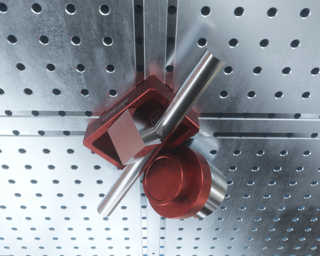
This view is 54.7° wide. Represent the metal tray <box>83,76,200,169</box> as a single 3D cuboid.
[{"bbox_3d":[-0.025,0.002,0.409,0.130,0.030,0.090,-35,122,26],"label":"metal tray"}]

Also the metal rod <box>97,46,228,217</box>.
[{"bbox_3d":[-0.014,0.026,0.394,0.025,0.025,0.298,22,127,-18],"label":"metal rod"}]

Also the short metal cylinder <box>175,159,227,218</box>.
[{"bbox_3d":[0.048,0.081,0.444,0.080,0.080,0.050,-36,122,26],"label":"short metal cylinder"}]

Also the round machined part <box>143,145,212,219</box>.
[{"bbox_3d":[0.015,0.069,0.409,0.098,0.098,0.042,-38,143,27],"label":"round machined part"}]

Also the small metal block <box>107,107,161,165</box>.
[{"bbox_3d":[-0.032,0.010,0.375,0.025,0.050,0.050,-9,156,-45],"label":"small metal block"}]
